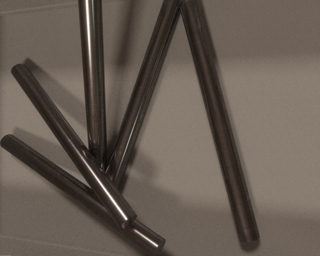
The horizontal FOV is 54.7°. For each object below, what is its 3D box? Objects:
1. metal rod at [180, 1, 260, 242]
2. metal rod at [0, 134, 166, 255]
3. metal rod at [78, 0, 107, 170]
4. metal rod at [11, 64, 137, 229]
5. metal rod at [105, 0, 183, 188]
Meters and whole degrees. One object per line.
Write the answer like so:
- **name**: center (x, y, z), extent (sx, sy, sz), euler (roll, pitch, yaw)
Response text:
- **metal rod**: center (0.073, -0.012, 0.384), extent (0.025, 0.025, 0.298), euler (-15, 85, 19)
- **metal rod**: center (-0.122, 0.082, 0.430), extent (0.300, 0.025, 0.025), euler (27, 99, 25)
- **metal rod**: center (-0.079, -0.071, 0.370), extent (0.025, 0.025, 0.298), euler (14, 121, 19)
- **metal rod**: center (-0.129, 0.010, 0.426), extent (0.025, 0.025, 0.300), euler (-49, 65, 13)
- **metal rod**: center (-0.032, -0.027, 0.420), extent (0.025, 0.025, 0.298), euler (22, 97, 18)
